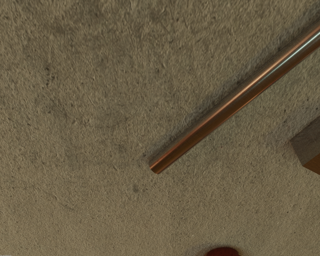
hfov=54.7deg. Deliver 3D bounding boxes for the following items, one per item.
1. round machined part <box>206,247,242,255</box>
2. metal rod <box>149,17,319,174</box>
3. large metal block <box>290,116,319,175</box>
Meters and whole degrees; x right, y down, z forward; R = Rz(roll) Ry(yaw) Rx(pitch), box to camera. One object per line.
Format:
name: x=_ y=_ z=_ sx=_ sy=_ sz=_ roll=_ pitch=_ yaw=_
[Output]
round machined part: x=0.132 y=0.282 z=0.639 sx=0.099 sy=0.042 sz=0.097 roll=-1 pitch=130 yaw=0
metal rod: x=0.090 y=-0.030 z=0.382 sx=0.025 sy=0.025 sz=0.299 roll=33 pitch=123 yaw=-25
large metal block: x=0.241 y=0.024 z=0.415 sx=0.080 sy=0.050 sz=0.080 roll=25 pitch=126 yaw=-21
